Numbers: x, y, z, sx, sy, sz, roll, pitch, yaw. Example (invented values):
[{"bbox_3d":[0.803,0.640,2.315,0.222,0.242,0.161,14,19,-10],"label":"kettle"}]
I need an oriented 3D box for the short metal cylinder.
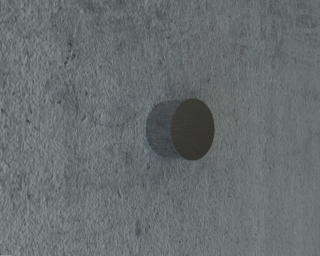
[{"bbox_3d":[0.028,0.002,0.415,0.081,0.050,0.079,0,90,-40],"label":"short metal cylinder"}]
